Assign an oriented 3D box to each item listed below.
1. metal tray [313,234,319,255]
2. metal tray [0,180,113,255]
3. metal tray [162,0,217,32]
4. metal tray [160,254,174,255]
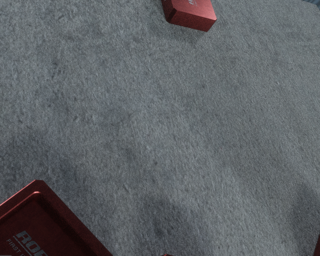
[{"bbox_3d":[0.269,0.210,0.419,0.130,0.030,0.090,44,51,2],"label":"metal tray"},{"bbox_3d":[-0.101,0.122,0.272,0.130,0.030,0.091,46,51,3],"label":"metal tray"},{"bbox_3d":[0.047,-0.245,0.577,0.091,0.030,0.130,3,60,-27],"label":"metal tray"},{"bbox_3d":[0.028,0.199,0.295,0.091,0.030,0.130,21,54,-16],"label":"metal tray"}]
